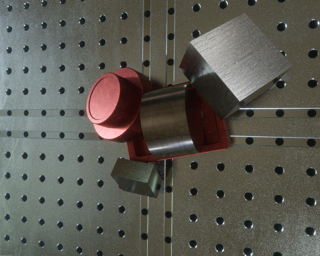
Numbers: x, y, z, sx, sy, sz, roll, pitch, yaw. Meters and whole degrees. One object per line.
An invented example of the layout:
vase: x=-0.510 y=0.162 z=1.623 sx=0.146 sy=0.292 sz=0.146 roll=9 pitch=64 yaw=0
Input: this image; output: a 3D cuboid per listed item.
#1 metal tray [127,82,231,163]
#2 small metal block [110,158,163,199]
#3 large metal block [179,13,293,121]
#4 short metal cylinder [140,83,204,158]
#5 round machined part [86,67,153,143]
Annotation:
metal tray: x=0.018 y=-0.007 z=0.401 sx=0.130 sy=0.030 sz=0.089 roll=-12 pitch=86 yaw=19
small metal block: x=-0.029 y=0.066 z=0.403 sx=0.050 sy=0.050 sz=0.025 roll=8 pitch=59 yaw=20
large metal block: x=0.082 y=-0.068 z=0.345 sx=0.080 sy=0.050 sz=0.080 roll=-32 pitch=78 yaw=-20
short metal cylinder: x=0.017 y=-0.008 z=0.360 sx=0.050 sy=0.080 sz=0.080 roll=-9 pitch=87 yaw=19
round machined part: x=-0.058 y=-0.033 z=0.400 sx=0.098 sy=0.042 sz=0.098 roll=-16 pitch=66 yaw=39
